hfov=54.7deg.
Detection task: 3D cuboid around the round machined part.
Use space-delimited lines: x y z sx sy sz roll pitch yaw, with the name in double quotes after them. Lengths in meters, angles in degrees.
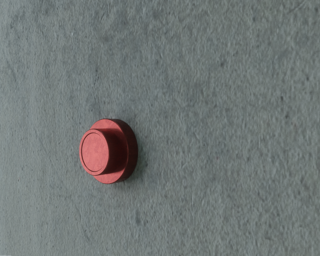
-0.082 0.035 0.459 0.098 0.042 0.097 0 90 39 "round machined part"
